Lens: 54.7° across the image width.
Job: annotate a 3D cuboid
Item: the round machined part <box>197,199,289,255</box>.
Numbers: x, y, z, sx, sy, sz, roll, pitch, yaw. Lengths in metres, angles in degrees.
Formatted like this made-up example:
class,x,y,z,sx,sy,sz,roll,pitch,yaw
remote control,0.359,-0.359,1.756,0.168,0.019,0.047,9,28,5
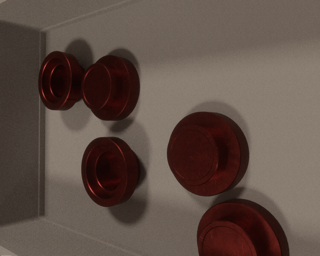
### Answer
class,x,y,z,sx,sy,sz,roll,pitch,yaw
round machined part,0.080,0.128,0.329,0.098,0.042,0.097,0,90,39

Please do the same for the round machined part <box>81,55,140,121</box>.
class,x,y,z,sx,sy,sz,roll,pitch,yaw
round machined part,-0.080,-0.060,0.459,0.098,0.042,0.097,0,90,39

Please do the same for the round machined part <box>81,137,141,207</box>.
class,x,y,z,sx,sy,sz,roll,pitch,yaw
round machined part,-0.067,0.061,0.449,0.098,0.042,0.097,0,90,39

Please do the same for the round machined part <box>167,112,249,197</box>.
class,x,y,z,sx,sy,sz,roll,pitch,yaw
round machined part,0.047,0.030,0.356,0.098,0.042,0.097,0,90,39

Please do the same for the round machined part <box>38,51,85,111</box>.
class,x,y,z,sx,sy,sz,roll,pitch,yaw
round machined part,-0.162,-0.078,0.526,0.098,0.042,0.097,0,90,39
